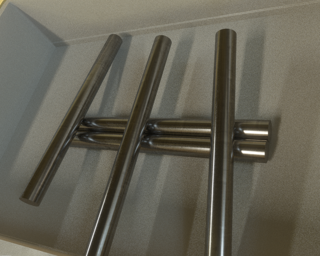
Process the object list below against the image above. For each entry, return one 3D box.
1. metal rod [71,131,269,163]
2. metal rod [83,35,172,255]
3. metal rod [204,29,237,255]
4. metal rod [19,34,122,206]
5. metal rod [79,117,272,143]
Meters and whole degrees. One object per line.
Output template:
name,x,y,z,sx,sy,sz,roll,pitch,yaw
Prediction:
metal rod,-0.018,0.020,0.400,0.300,0.025,0.025,2,63,28
metal rod,-0.032,0.007,0.383,0.025,0.025,0.300,2,62,28
metal rod,0.064,0.028,0.323,0.025,0.025,0.299,-4,68,26
metal rod,-0.117,-0.031,0.452,0.025,0.025,0.300,-1,53,27
metal rod,-0.012,-0.001,0.410,0.300,0.025,0.025,2,63,28
